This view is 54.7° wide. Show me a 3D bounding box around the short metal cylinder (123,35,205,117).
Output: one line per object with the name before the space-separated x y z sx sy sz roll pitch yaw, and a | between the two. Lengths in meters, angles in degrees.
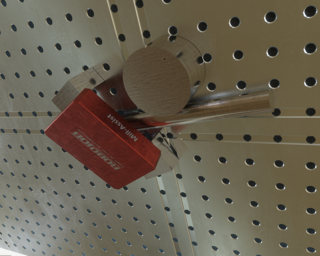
short metal cylinder | 0.005 -0.060 0.353 0.080 0.050 0.079 13 124 20

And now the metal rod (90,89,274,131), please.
metal rod | -0.008 -0.011 0.407 0.300 0.025 0.025 -8 115 31

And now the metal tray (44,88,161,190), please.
metal tray | -0.075 0.020 0.408 0.130 0.030 0.090 42 130 -16

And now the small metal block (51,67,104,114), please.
small metal block | -0.111 -0.051 0.420 0.025 0.050 0.050 49 128 -7

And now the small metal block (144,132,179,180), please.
small metal block | -0.010 0.040 0.439 0.050 0.025 0.050 -26 105 36
